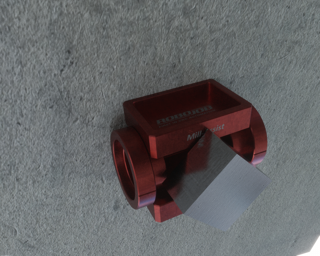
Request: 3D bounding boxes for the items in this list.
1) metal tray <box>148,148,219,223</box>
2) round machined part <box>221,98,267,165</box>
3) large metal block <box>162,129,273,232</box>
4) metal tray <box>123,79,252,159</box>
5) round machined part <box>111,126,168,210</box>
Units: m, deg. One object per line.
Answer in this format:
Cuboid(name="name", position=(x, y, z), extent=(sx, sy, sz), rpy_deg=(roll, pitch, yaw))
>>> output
Cuboid(name="metal tray", position=(0.036, 0.067, 0.427), extent=(0.131, 0.090, 0.030), rpy_deg=(-16, 125, -20))
Cuboid(name="round machined part", position=(0.096, 0.010, 0.421), extent=(0.042, 0.098, 0.097), rpy_deg=(-15, 125, -21))
Cuboid(name="large metal block", position=(0.064, 0.060, 0.347), extent=(0.080, 0.050, 0.080), rpy_deg=(34, 99, -39))
Cuboid(name="metal tray", position=(0.032, -0.017, 0.376), extent=(0.131, 0.090, 0.030), rpy_deg=(-17, 126, -19))
Cuboid(name="round machined part", position=(-0.024, 0.045, 0.377), extent=(0.042, 0.098, 0.097), rpy_deg=(-15, 125, -21))
